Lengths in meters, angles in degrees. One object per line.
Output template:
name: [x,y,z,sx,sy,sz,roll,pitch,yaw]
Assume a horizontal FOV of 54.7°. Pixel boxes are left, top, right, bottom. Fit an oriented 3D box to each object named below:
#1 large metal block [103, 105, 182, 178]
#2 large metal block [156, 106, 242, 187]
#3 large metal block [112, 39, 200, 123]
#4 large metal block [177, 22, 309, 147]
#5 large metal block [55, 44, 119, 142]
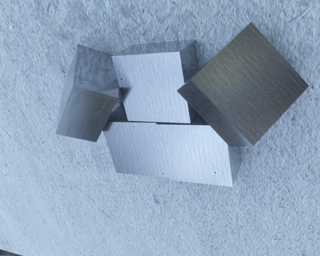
large metal block: [-0.022,0.016,0.411,0.080,0.050,0.079,1,119,27]
large metal block: [0.050,0.020,0.375,0.080,0.050,0.079,1,119,27]
large metal block: [0.001,-0.054,0.358,0.080,0.050,0.079,3,120,26]
large metal block: [0.077,-0.038,0.300,0.080,0.080,0.050,46,169,-4]
large metal block: [-0.090,-0.042,0.384,0.050,0.080,0.079,14,133,-23]
